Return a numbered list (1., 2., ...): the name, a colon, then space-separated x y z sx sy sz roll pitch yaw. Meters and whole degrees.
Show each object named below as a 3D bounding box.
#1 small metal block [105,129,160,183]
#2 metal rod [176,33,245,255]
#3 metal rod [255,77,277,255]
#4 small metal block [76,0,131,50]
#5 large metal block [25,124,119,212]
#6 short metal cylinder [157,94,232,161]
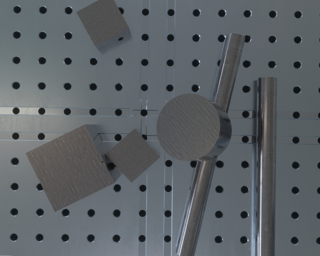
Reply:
1. small metal block: -0.035 0.036 0.413 0.050 0.025 0.050 -42 90 0
2. metal rod: 0.067 0.023 0.413 0.025 0.025 0.298 13 90 0
3. metal rod: 0.142 0.083 0.414 0.025 0.025 0.298 1 90 0
4. small metal block: -0.074 -0.140 0.413 0.050 0.025 0.050 -29 90 0
5. large metal block: -0.109 0.049 0.400 0.080 0.050 0.080 -26 90 0
6. short metal cylinder: 0.043 0.001 0.385 0.080 0.050 0.080 -3 82 27
